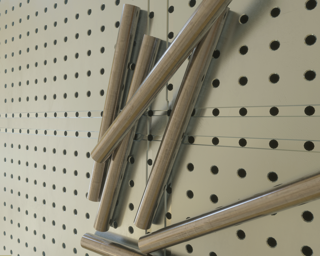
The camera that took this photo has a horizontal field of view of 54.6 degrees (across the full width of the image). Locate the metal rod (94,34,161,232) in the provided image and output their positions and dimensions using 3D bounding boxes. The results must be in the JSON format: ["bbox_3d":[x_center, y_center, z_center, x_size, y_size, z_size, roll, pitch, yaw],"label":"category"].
[{"bbox_3d":[-0.051,0.016,0.452,0.025,0.025,0.298,26,107,37],"label":"metal rod"}]

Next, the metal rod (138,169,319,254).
[{"bbox_3d":[0.083,0.094,0.341,0.299,0.025,0.025,-33,70,35],"label":"metal rod"}]

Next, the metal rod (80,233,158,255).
[{"bbox_3d":[-0.005,0.184,0.414,0.300,0.025,0.025,-1,90,40],"label":"metal rod"}]

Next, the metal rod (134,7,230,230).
[{"bbox_3d":[0.022,-0.003,0.392,0.025,0.025,0.298,30,109,36],"label":"metal rod"}]

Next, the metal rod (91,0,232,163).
[{"bbox_3d":[-0.004,-0.059,0.379,0.299,0.025,0.025,-50,61,28],"label":"metal rod"}]

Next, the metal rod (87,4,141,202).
[{"bbox_3d":[-0.072,-0.031,0.470,0.025,0.025,0.298,21,103,38],"label":"metal rod"}]
